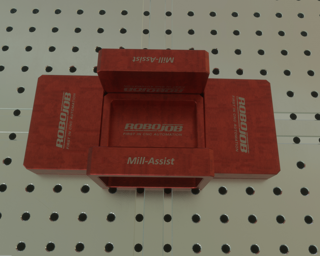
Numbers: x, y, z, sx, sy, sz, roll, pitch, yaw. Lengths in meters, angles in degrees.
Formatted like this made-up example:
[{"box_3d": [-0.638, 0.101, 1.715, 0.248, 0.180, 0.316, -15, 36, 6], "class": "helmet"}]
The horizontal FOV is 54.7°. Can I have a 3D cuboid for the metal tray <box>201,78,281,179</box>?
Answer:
[{"box_3d": [0.102, -0.001, 0.409, 0.091, 0.030, 0.130, 1, 70, -1], "class": "metal tray"}]

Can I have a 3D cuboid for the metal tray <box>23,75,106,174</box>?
[{"box_3d": [-0.120, -0.006, 0.409, 0.091, 0.030, 0.130, 1, 70, 0], "class": "metal tray"}]

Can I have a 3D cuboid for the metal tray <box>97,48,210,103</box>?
[{"box_3d": [-0.008, -0.064, 0.400, 0.131, 0.090, 0.030, 1, 70, 0], "class": "metal tray"}]

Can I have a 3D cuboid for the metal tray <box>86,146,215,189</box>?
[{"box_3d": [-0.010, 0.049, 0.358, 0.131, 0.090, 0.030, 1, 70, 0], "class": "metal tray"}]

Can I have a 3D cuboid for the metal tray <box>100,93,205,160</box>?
[{"box_3d": [-0.009, 0.001, 0.406, 0.131, 0.030, 0.090, 1, 70, 0], "class": "metal tray"}]
